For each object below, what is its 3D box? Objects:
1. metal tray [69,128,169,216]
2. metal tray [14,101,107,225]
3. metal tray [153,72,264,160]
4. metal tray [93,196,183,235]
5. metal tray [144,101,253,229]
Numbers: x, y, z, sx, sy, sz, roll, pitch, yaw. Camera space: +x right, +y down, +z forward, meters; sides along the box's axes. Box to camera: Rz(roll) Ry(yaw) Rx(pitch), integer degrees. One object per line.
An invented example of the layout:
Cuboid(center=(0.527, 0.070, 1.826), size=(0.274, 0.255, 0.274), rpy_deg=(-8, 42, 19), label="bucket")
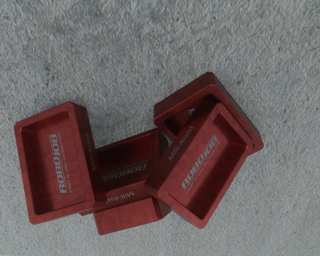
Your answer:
Cuboid(center=(-0.053, 0.057, 0.414), size=(0.130, 0.090, 0.030), rpy_deg=(-19, 128, 15), label="metal tray")
Cuboid(center=(-0.124, 0.043, 0.381), size=(0.090, 0.129, 0.030), rpy_deg=(-19, 166, 15), label="metal tray")
Cuboid(center=(0.065, -0.001, 0.406), size=(0.090, 0.030, 0.130), rpy_deg=(-31, 124, 23), label="metal tray")
Cuboid(center=(-0.024, 0.112, 0.447), size=(0.090, 0.030, 0.130), rpy_deg=(-19, 173, 15), label="metal tray")
Cuboid(center=(0.051, 0.043, 0.373), size=(0.090, 0.030, 0.130), rpy_deg=(45, 72, -31), label="metal tray")
